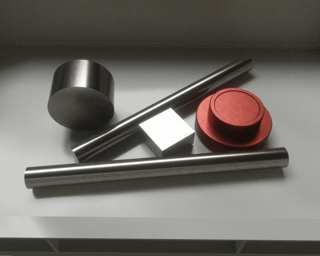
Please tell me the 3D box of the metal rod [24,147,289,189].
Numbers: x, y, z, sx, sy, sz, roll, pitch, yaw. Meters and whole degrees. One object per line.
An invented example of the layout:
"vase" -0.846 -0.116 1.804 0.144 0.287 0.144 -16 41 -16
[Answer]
"metal rod" 0.000 0.046 0.364 0.302 0.025 0.025 -4 50 -4

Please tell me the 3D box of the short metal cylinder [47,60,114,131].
"short metal cylinder" -0.100 -0.041 0.401 0.081 0.080 0.050 -4 50 -4

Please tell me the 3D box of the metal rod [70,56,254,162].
"metal rod" 0.018 -0.034 0.432 0.302 0.025 0.025 -30 56 -23

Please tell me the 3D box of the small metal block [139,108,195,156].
"small metal block" 0.008 0.008 0.396 0.050 0.025 0.050 -29 56 -22

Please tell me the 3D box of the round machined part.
"round machined part" 0.097 -0.015 0.404 0.099 0.042 0.098 0 50 0
